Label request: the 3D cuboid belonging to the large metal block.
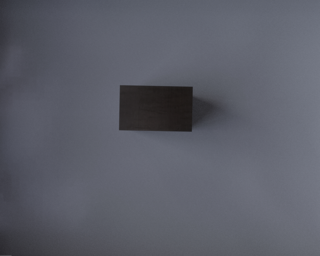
[{"bbox_3d":[-0.005,-0.022,0.382,0.080,0.080,0.050,1,90,0],"label":"large metal block"}]
